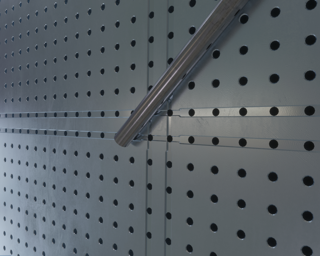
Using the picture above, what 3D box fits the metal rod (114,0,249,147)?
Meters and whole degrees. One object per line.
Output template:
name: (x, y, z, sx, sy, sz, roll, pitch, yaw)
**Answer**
metal rod: (0.029, -0.080, 0.385, 0.299, 0.025, 0.025, -49, 61, 29)
